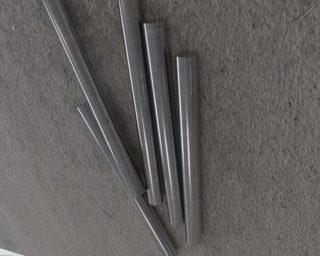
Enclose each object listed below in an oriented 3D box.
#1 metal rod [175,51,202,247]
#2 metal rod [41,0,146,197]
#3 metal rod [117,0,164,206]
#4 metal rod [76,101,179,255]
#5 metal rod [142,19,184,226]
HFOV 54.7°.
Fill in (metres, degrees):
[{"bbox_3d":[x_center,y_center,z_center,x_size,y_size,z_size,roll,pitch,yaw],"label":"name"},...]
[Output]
[{"bbox_3d":[0.041,0.048,0.414,0.025,0.025,0.298,9,122,23],"label":"metal rod"},{"bbox_3d":[-0.084,-0.036,0.419,0.025,0.025,0.299,-10,111,32],"label":"metal rod"},{"bbox_3d":[-0.021,-0.018,0.406,0.025,0.025,0.298,8,122,24],"label":"metal rod"},{"bbox_3d":[-0.044,0.092,0.486,0.025,0.025,0.299,-15,111,34],"label":"metal rod"},{"bbox_3d":[0.010,0.013,0.409,0.025,0.025,0.298,7,122,24],"label":"metal rod"}]
